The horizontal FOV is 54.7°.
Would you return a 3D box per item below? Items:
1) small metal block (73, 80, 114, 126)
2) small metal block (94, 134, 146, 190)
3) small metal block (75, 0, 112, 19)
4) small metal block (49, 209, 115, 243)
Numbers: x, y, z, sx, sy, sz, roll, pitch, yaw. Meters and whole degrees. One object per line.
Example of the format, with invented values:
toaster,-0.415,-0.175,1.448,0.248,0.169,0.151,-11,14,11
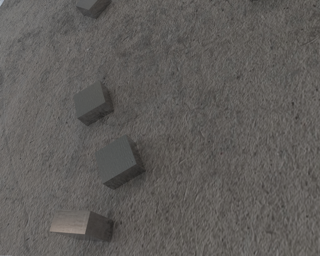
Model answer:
small metal block,-0.104,-0.039,0.482,0.050,0.025,0.050,-29,52,10
small metal block,-0.053,0.044,0.404,0.050,0.025,0.050,-31,52,8
small metal block,-0.135,-0.253,0.630,0.050,0.025,0.050,30,78,37
small metal block,-0.090,0.115,0.364,0.050,0.050,0.025,-5,60,25
